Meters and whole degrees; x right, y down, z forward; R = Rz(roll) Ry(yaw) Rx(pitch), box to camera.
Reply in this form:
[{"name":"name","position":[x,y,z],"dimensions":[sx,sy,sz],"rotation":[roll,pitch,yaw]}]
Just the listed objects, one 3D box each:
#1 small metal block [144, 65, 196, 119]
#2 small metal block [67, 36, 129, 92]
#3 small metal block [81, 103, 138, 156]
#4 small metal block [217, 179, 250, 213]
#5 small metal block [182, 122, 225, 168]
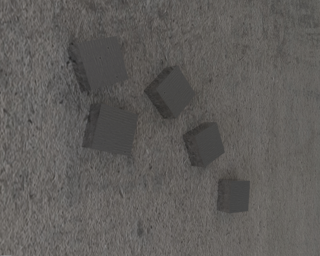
[{"name":"small metal block","position":[0.014,-0.048,0.416],"dimensions":[0.050,0.025,0.050],"rotation":[-51,120,-28]},{"name":"small metal block","position":[-0.069,-0.072,0.347],"dimensions":[0.050,0.025,0.050],"rotation":[-24,105,-37]},{"name":"small metal block","position":[-0.057,0.003,0.357],"dimensions":[0.050,0.025,0.050],"rotation":[17,79,-39]},{"name":"small metal block","position":[0.120,0.110,0.505],"dimensions":[0.050,0.025,0.050],"rotation":[8,85,-40]},{"name":"small metal block","position":[0.066,0.024,0.459],"dimensions":[0.050,0.025,0.050],"rotation":[-29,108,-36]}]
